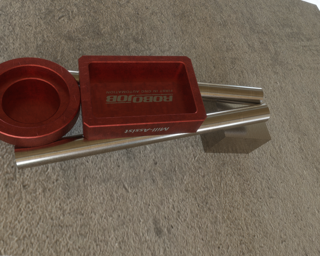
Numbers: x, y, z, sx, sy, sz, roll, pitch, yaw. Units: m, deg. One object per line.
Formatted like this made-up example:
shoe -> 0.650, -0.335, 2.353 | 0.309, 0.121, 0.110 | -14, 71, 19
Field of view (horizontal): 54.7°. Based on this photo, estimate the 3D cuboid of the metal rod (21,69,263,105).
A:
metal rod -> -0.013, -0.051, 0.389 | 0.302, 0.025, 0.025 | 3, 60, -12

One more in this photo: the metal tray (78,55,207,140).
metal tray -> -0.022, -0.037, 0.348 | 0.131, 0.030, 0.090 | -3, 63, -16

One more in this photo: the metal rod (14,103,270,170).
metal rod -> -0.003, 0.005, 0.361 | 0.303, 0.025, 0.025 | -10, 67, -19

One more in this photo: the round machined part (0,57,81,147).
round machined part -> -0.136, -0.024, 0.329 | 0.099, 0.042, 0.098 | 7, 60, -13

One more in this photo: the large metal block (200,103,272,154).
large metal block -> 0.103, -0.010, 0.451 | 0.081, 0.050, 0.080 | 4, 60, -27
